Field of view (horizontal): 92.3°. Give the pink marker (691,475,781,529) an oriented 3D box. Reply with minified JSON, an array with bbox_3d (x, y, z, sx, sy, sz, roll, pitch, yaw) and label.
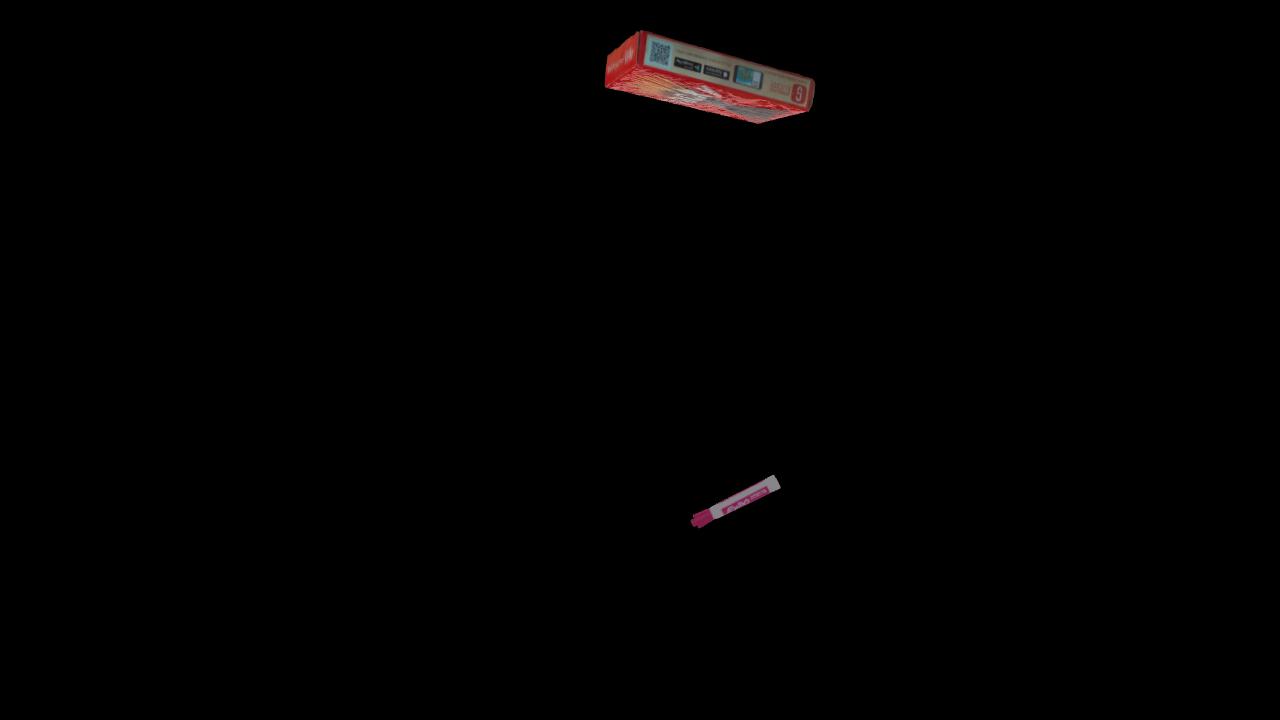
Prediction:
[{"bbox_3d":[0.119,0.180,0.777,0.121,0.020,0.020,-27,-1,3],"label":"pink marker"}]

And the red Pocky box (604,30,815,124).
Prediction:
[{"bbox_3d":[0.055,-0.226,0.504,0.155,0.028,0.083,4,12,-21],"label":"red Pocky box"}]
